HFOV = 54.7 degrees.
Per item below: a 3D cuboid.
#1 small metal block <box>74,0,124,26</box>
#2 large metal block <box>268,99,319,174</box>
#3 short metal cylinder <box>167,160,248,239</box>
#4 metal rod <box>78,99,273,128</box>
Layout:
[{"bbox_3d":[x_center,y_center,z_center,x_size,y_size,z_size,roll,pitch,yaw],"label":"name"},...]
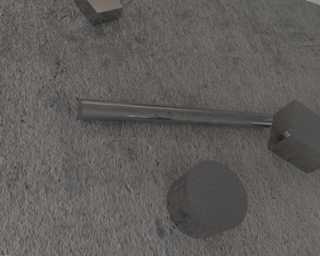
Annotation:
[{"bbox_3d":[-0.092,-0.187,0.468,0.050,0.025,0.050,-31,79,-38],"label":"small metal block"},{"bbox_3d":[0.229,0.014,0.502,0.080,0.050,0.080,32,52,-8],"label":"large metal block"},{"bbox_3d":[0.055,0.085,0.366,0.081,0.050,0.080,14,56,-21],"label":"short metal cylinder"},{"bbox_3d":[0.040,-0.017,0.435,0.303,0.025,0.025,2,61,-27],"label":"metal rod"}]
